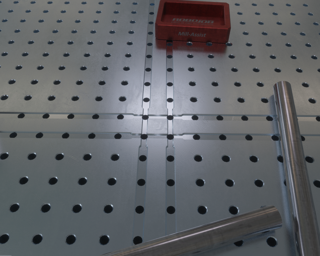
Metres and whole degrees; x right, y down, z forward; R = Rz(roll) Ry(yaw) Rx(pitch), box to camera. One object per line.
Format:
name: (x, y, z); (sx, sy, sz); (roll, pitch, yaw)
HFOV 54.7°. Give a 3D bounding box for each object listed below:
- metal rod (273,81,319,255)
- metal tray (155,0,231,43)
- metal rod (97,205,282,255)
metal rod: (0.160, 0.053, 0.363); (0.025, 0.025, 0.300); (6, 50, 5)
metal tray: (0.061, -0.198, 0.570); (0.131, 0.030, 0.090); (5, 50, 3)
metal rod: (-0.022, 0.127, 0.300); (0.302, 0.025, 0.025); (-13, 51, -11)
